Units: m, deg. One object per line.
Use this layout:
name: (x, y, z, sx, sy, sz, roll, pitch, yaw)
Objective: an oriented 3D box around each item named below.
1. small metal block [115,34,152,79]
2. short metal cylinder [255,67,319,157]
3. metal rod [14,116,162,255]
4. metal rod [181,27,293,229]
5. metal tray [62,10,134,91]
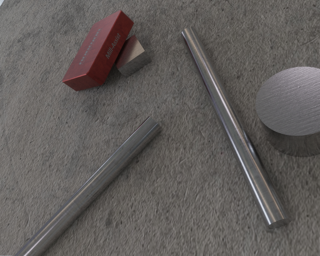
small metal block: (-0.048, -0.116, 0.500, 0.050, 0.025, 0.050, -33, 51, 6)
short metal cylinder: (0.145, -0.016, 0.322, 0.080, 0.050, 0.080, -13, 56, 21)
metal rod: (-0.109, 0.101, 0.399, 0.300, 0.025, 0.025, -46, 51, -5)
metal rod: (0.078, -0.026, 0.378, 0.025, 0.025, 0.299, -26, 53, 12)
metal tray: (-0.103, -0.127, 0.516, 0.090, 0.030, 0.130, -2, 59, 48)
